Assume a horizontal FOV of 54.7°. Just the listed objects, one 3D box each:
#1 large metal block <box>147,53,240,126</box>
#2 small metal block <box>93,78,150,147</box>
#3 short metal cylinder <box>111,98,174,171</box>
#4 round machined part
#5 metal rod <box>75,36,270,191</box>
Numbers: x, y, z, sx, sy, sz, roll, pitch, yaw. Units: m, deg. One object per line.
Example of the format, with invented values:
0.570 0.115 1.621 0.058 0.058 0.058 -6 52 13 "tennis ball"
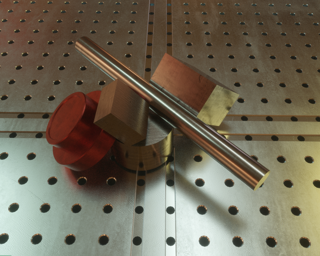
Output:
0.044 -0.047 0.399 0.080 0.050 0.080 39 17 27 "large metal block"
-0.039 -0.016 0.332 0.025 0.050 0.050 -27 42 32 "small metal block"
-0.023 0.005 0.381 0.081 0.050 0.080 0 50 0 "short metal cylinder"
-0.094 -0.003 0.360 0.098 0.042 0.098 -24 48 30 "round machined part"
-0.005 -0.033 0.366 0.025 0.025 0.300 -36 59 -26 "metal rod"
